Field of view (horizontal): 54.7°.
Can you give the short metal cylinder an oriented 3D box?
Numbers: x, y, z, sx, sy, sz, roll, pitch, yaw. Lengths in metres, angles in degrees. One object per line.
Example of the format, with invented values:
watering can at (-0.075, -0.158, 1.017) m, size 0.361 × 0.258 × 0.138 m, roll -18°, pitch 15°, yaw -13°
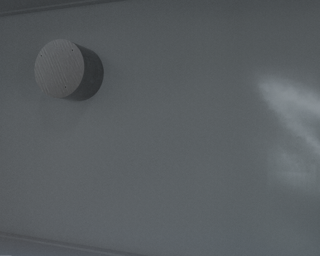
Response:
short metal cylinder at (-0.128, -0.080, 0.441) m, size 0.080 × 0.050 × 0.079 m, roll 0°, pitch 90°, yaw 19°
